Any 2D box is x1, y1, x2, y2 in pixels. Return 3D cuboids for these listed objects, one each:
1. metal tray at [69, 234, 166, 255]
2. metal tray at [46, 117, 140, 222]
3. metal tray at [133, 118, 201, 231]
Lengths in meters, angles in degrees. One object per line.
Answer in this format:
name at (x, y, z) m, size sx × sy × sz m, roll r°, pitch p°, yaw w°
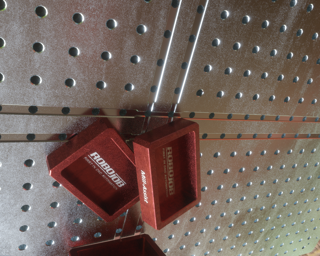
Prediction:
metal tray at (-0.060, 0.203, 0.457) m, size 0.131 × 0.090 × 0.030 m, roll -2°, pitch 103°, yaw -28°
metal tray at (-0.070, 0.059, 0.405) m, size 0.090 × 0.030 × 0.130 m, roll -37°, pitch 129°, yaw -4°
metal tray at (0.014, 0.061, 0.421) m, size 0.091 × 0.030 × 0.129 m, roll -23°, pitch 119°, yaw -37°
